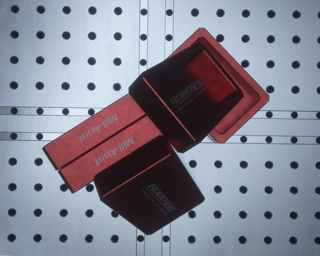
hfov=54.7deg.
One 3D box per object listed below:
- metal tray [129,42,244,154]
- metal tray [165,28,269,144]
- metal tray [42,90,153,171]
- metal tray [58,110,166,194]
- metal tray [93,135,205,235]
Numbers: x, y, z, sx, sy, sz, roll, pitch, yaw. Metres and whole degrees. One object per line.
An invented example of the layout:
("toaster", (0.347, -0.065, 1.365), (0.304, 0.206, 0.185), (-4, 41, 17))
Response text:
("metal tray", (0.036, -0.041, 0.357), (0.090, 0.030, 0.131), (51, 45, 0))
("metal tray", (0.066, -0.054, 0.410), (0.090, 0.030, 0.130), (-44, 91, 0))
("metal tray", (-0.067, 0.000, 0.380), (0.130, 0.090, 0.030), (-32, 90, 0))
("metal tray", (-0.049, 0.025, 0.379), (0.130, 0.090, 0.030), (-32, 90, 0))
("metal tray", (-0.006, 0.074, 0.367), (0.090, 0.130, 0.030), (-32, 49, 0))
